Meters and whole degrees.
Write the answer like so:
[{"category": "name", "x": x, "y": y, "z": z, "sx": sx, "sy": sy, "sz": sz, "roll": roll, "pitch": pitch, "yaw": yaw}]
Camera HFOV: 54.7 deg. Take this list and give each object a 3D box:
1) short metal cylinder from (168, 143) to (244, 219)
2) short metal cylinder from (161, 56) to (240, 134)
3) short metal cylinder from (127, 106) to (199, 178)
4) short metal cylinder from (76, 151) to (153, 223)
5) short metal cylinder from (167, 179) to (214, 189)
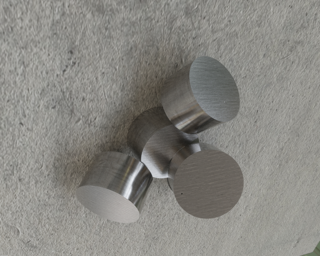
[{"category": "short metal cylinder", "x": 0.052, "y": 0.061, "z": 0.372, "sx": 0.081, "sy": 0.050, "sz": 0.079, "roll": -1, "pitch": 96, "yaw": -6}, {"category": "short metal cylinder", "x": 0.048, "y": -0.038, "z": 0.368, "sx": 0.081, "sy": 0.080, "sz": 0.050, "roll": 14, "pitch": 154, "yaw": -34}, {"category": "short metal cylinder", "x": 0.003, "y": 0.018, "z": 0.405, "sx": 0.081, "sy": 0.050, "sz": 0.079, "roll": -14, "pitch": 124, "yaw": -21}, {"category": "short metal cylinder", "x": -0.055, "y": 0.074, "z": 0.381, "sx": 0.080, "sy": 0.050, "sz": 0.080, "roll": 12, "pitch": 139, "yaw": 11}, {"category": "short metal cylinder", "x": 0.057, "y": 0.069, "z": 0.446, "sx": 0.080, "sy": 0.080, "sz": 0.050, "roll": -46, "pitch": 129, "yaw": 4}]
